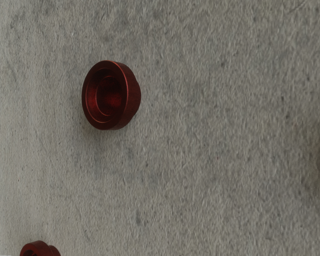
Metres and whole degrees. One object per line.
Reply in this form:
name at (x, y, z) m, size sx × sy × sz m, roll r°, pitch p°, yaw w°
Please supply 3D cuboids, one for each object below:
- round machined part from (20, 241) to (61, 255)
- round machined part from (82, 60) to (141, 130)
round machined part at (-0.214, 0.255, 0.567) m, size 0.098 × 0.042 × 0.097 m, roll 0°, pitch 90°, yaw 39°
round machined part at (-0.066, -0.045, 0.446) m, size 0.098 × 0.042 × 0.097 m, roll 0°, pitch 90°, yaw 39°
